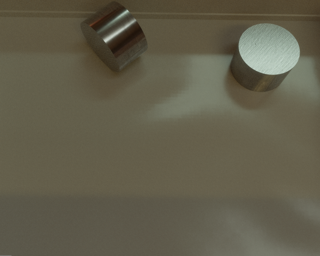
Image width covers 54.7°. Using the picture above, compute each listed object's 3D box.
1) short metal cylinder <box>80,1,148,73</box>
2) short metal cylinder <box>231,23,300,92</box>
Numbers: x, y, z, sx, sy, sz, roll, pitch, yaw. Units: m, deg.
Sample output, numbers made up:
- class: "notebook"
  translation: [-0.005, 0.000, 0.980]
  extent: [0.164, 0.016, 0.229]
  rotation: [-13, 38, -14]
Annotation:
- class: "short metal cylinder"
  translation: [-0.063, -0.124, 0.425]
  extent: [0.050, 0.080, 0.080]
  rotation: [-41, 75, -13]
- class: "short metal cylinder"
  translation: [0.144, -0.097, 0.433]
  extent: [0.081, 0.050, 0.080]
  rotation: [0, 70, 0]
